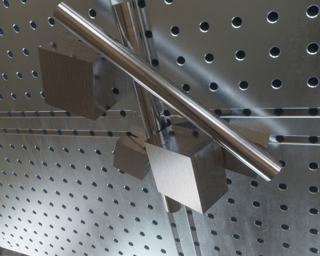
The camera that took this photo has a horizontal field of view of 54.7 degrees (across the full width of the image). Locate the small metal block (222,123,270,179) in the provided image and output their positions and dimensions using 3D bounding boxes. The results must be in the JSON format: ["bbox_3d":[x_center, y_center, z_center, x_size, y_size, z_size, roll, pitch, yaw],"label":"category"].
[{"bbox_3d":[0.100,0.028,0.376,0.050,0.025,0.050,18,126,17],"label":"small metal block"}]

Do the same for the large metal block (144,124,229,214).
[{"bbox_3d":[0.033,0.048,0.390,0.080,0.050,0.080,15,128,47],"label":"large metal block"}]

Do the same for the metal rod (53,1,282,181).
[{"bbox_3d":[0.007,-0.042,0.348,0.300,0.025,0.025,37,129,2],"label":"metal rod"}]

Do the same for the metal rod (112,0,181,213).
[{"bbox_3d":[-0.011,-0.009,0.411,0.025,0.025,0.298,1,119,28],"label":"metal rod"}]

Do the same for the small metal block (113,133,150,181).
[{"bbox_3d":[-0.039,0.042,0.458,0.050,0.025,0.050,23,127,14],"label":"small metal block"}]

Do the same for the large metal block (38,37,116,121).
[{"bbox_3d":[-0.107,-0.066,0.411,0.080,0.050,0.079,19,126,17],"label":"large metal block"}]
